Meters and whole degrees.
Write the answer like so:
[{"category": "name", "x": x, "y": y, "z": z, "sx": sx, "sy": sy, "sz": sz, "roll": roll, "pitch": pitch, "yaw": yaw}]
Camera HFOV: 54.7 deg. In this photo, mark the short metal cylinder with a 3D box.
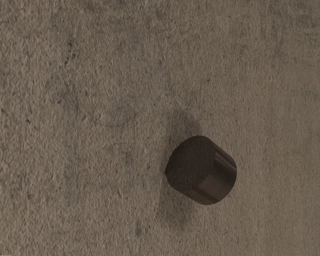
[{"category": "short metal cylinder", "x": 0.055, "y": 0.057, "z": 0.418, "sx": 0.050, "sy": 0.080, "sz": 0.080, "roll": 37, "pitch": 67, "yaw": -34}]
